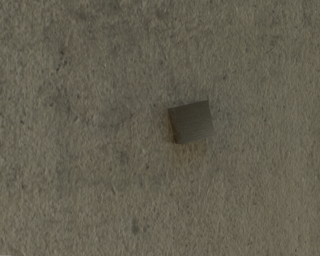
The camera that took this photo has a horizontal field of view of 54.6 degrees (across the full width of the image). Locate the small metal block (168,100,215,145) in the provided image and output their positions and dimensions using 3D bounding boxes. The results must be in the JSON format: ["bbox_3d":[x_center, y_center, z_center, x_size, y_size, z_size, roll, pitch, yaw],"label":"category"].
[{"bbox_3d":[0.043,-0.008,0.425,0.050,0.025,0.050,-14,95,-20],"label":"small metal block"}]
